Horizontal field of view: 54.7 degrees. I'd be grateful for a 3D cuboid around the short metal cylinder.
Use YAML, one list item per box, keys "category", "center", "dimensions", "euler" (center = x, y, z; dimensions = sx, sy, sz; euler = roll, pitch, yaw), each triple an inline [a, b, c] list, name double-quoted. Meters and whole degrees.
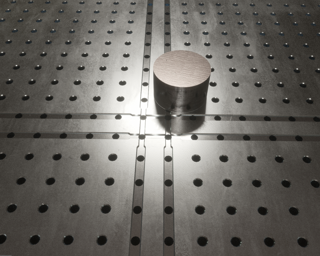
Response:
- category: "short metal cylinder"
  center: [0.031, -0.068, 0.449]
  dimensions: [0.081, 0.050, 0.080]
  euler: [0, 50, 0]
